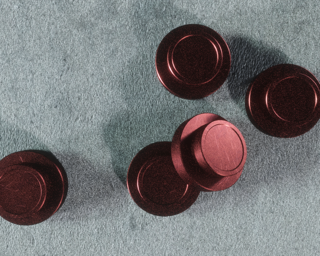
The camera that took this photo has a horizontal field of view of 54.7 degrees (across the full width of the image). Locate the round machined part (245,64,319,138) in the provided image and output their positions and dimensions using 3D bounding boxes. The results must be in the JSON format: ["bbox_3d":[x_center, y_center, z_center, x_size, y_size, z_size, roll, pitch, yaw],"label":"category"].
[{"bbox_3d":[0.165,-0.035,0.403,0.099,0.042,0.097,0,90,0],"label":"round machined part"}]

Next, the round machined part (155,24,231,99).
[{"bbox_3d":[0.043,-0.087,0.402,0.099,0.042,0.097,0,90,0],"label":"round machined part"}]

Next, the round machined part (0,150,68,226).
[{"bbox_3d":[-0.174,0.078,0.400,0.099,0.042,0.097,0,90,0],"label":"round machined part"}]

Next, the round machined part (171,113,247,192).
[{"bbox_3d":[0.067,0.028,0.380,0.099,0.042,0.098,8,71,-26],"label":"round machined part"}]

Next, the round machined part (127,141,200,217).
[{"bbox_3d":[0.006,0.067,0.401,0.099,0.042,0.097,0,90,0],"label":"round machined part"}]
